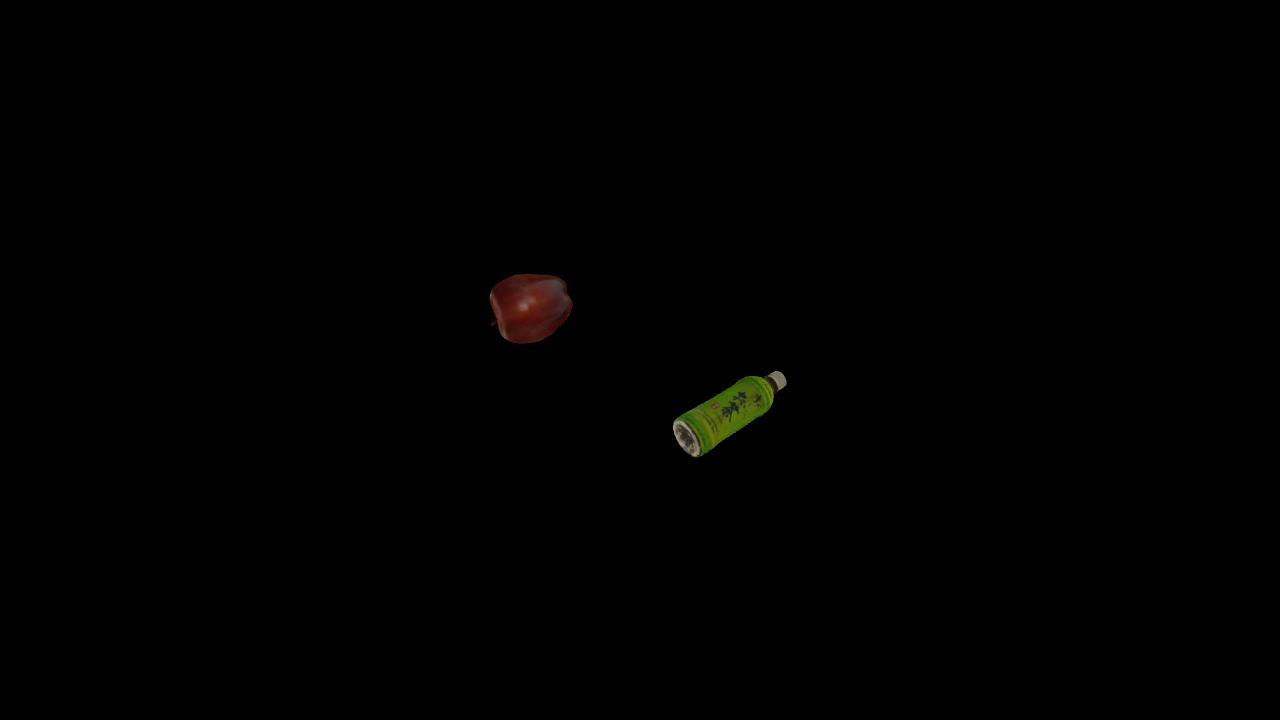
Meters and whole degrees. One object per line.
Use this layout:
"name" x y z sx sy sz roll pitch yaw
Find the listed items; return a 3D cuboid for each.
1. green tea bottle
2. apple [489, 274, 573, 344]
"green tea bottle" 0.152 0.077 0.988 0.212 0.073 0.073 -28 14 -28
"apple" -0.125 -0.059 0.696 0.093 0.079 0.079 -21 5 -12
